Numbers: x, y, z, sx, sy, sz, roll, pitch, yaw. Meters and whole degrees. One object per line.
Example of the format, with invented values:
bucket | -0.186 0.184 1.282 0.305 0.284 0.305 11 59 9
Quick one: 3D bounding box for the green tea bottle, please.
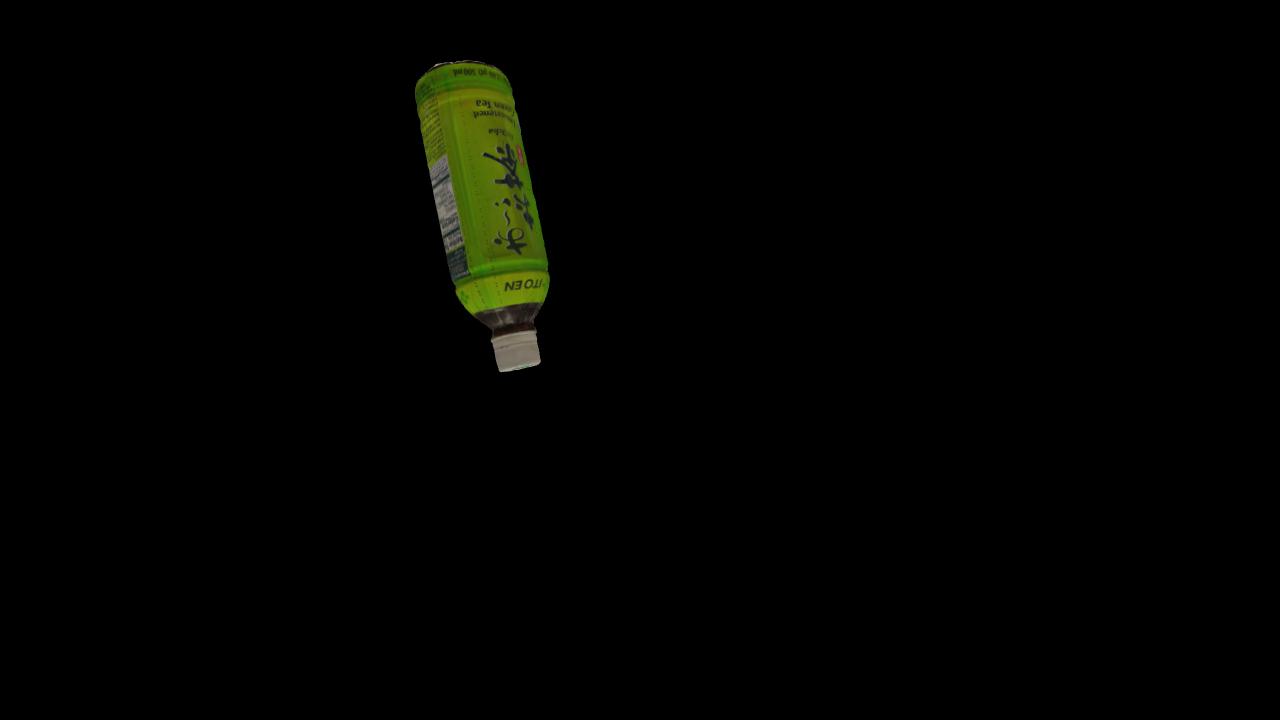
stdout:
green tea bottle | -0.108 -0.097 0.440 0.073 0.212 0.073 -10 -1 0
